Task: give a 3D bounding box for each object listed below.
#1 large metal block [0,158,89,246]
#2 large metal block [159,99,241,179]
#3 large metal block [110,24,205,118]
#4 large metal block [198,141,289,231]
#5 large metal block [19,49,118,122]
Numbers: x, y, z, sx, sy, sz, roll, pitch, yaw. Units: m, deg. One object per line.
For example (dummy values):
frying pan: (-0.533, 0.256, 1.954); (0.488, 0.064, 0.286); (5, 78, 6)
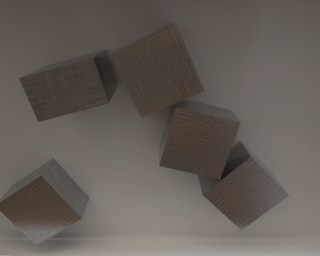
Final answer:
large metal block: (-0.161, 0.103, 0.434); (0.080, 0.050, 0.080); (-33, 107, 11)
large metal block: (0.048, 0.012, 0.403); (0.081, 0.050, 0.079); (13, 110, -5)
large metal block: (-0.002, -0.070, 0.372); (0.080, 0.050, 0.080); (-23, 109, 8)
large metal block: (0.113, 0.080, 0.429); (0.080, 0.050, 0.080); (-42, 105, 14)
large metal block: (-0.100, -0.053, 0.361); (0.080, 0.080, 0.050); (-14, 110, 5)
